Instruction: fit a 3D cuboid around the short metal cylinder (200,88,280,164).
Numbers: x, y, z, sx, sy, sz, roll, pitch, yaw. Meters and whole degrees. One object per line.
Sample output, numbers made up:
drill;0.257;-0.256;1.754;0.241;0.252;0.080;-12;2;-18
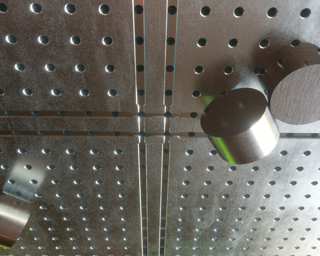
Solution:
short metal cylinder;0.096;-0.003;0.375;0.080;0.080;0.050;-24;126;18

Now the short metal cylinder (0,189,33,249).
short metal cylinder;-0.248;0.145;0.495;0.050;0.080;0.080;32;123;-25

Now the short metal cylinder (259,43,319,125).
short metal cylinder;0.161;-0.050;0.355;0.081;0.050;0.079;0;130;0
